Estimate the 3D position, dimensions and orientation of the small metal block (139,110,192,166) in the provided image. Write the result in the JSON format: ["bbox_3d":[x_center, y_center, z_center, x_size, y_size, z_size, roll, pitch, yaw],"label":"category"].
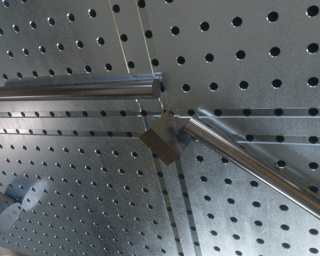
[{"bbox_3d":[0.010,0.012,0.397,0.050,0.050,0.025,46,129,-4],"label":"small metal block"}]

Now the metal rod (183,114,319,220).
[{"bbox_3d":[0.160,0.075,0.373,0.301,0.025,0.025,33,129,6],"label":"metal rod"}]

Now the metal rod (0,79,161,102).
[{"bbox_3d":[-0.138,-0.052,0.451,0.300,0.025,0.025,2,119,27],"label":"metal rod"}]

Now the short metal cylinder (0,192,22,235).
[{"bbox_3d":[-0.354,0.188,0.679,0.050,0.080,0.079,27,128,11],"label":"short metal cylinder"}]
